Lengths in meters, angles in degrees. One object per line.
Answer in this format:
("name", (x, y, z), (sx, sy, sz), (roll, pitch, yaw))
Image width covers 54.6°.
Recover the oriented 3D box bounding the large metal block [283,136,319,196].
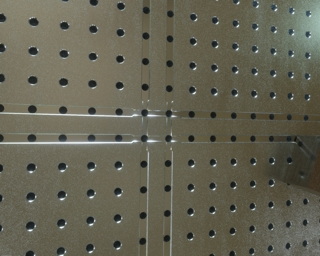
("large metal block", (0.256, 0.064, 0.493), (0.080, 0.050, 0.080), (22, 83, -19))
